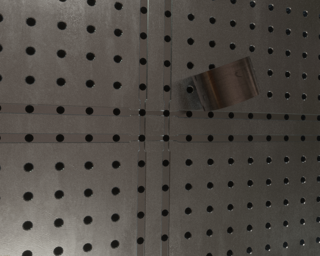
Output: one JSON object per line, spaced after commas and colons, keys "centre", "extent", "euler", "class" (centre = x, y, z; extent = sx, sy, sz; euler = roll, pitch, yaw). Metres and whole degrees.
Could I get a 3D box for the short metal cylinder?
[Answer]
{"centre": [0.088, -0.059, 0.417], "extent": [0.081, 0.080, 0.050], "euler": [-23, 98, -19], "class": "short metal cylinder"}
